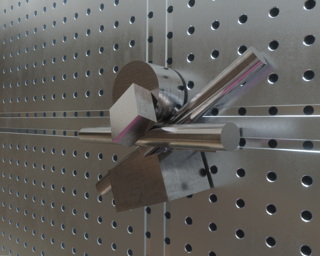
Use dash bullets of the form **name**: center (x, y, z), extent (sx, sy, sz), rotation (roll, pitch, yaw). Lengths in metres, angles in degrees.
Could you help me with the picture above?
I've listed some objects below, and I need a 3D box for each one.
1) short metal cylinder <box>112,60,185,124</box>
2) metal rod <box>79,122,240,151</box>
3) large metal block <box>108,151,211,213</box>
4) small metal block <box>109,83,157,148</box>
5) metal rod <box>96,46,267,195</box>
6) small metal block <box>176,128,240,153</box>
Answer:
- **short metal cylinder**: center (-0.016, -0.043, 0.401), extent (0.080, 0.050, 0.080), rotation (-1, 89, 40)
- **metal rod**: center (-0.030, 0.010, 0.383), extent (0.299, 0.025, 0.025), rotation (-1, 89, 53)
- **large metal block**: center (-0.001, 0.061, 0.368), extent (0.080, 0.081, 0.050), rotation (-23, 76, 38)
- **small metal block**: center (-0.032, -0.014, 0.355), extent (0.050, 0.025, 0.050), rotation (-43, 42, 32)
- **metal rod**: center (0.007, 0.008, 0.400), extent (0.299, 0.025, 0.025), rotation (-41, 65, 32)
- **small metal block**: center (0.054, 0.012, 0.344), extent (0.050, 0.050, 0.025), rotation (0, 90, 41)
